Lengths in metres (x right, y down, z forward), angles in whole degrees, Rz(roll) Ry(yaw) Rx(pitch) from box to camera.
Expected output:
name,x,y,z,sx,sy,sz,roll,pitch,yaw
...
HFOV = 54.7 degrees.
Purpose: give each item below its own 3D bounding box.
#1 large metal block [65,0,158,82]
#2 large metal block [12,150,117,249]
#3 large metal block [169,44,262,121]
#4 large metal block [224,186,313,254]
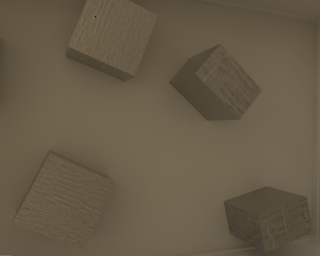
name,x,y,z,sx,sy,sz,roll,pitch,yaw
large metal block,-0.060,-0.111,0.376,0.080,0.050,0.080,22,83,-19
large metal block,-0.109,0.080,0.358,0.080,0.050,0.080,28,81,-18
large metal block,0.070,-0.055,0.408,0.080,0.080,0.050,43,76,-15
large metal block,0.151,0.125,0.439,0.081,0.080,0.050,-13,95,-20
